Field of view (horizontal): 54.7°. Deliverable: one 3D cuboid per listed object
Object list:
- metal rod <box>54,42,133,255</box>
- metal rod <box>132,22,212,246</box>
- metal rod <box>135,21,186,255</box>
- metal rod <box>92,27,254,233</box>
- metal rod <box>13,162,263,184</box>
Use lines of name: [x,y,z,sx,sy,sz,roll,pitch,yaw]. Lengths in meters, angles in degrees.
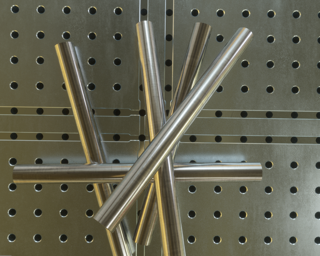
metal rod: [-0.088,0.034,0.412,0.025,0.025,0.298,-15,90,0]
metal rod: [0.017,0.008,0.413,0.025,0.025,0.298,16,90,-1]
metal rod: [-0.002,0.006,0.374,0.025,0.025,0.299,-7,74,0]
metal rod: [0.029,-0.015,0.360,0.025,0.025,0.301,38,68,0]
metal rod: [-0.026,0.056,0.387,0.302,0.025,0.025,0,90,-1]
